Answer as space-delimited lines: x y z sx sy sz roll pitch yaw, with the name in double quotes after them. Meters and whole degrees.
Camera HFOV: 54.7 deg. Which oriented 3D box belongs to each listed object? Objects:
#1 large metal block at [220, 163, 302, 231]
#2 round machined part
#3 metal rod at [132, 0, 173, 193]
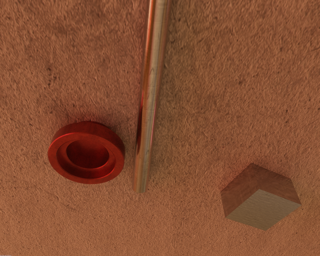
0.155 0.110 0.486 0.080 0.050 0.080 22 127 -18 "large metal block"
-0.096 0.029 0.420 0.099 0.042 0.097 0 130 0 "round machined part"
-0.015 -0.021 0.389 0.025 0.025 0.298 5 130 -4 "metal rod"
